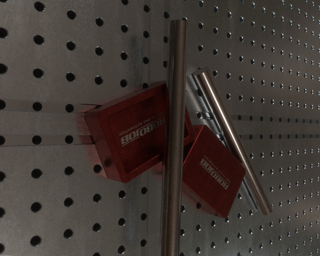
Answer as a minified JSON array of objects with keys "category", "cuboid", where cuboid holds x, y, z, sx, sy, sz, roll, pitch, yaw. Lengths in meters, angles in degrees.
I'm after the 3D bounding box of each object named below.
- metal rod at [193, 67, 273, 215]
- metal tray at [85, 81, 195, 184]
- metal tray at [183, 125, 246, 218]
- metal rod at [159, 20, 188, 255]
[{"category":"metal rod","cuboid":[0.129,0.034,0.520,0.025,0.025,0.299,-45,117,-31]},{"category":"metal tray","cuboid":[-0.018,0.000,0.392,0.131,0.030,0.089,-29,108,-36]},{"category":"metal tray","cuboid":[0.073,0.067,0.470,0.130,0.030,0.090,45,63,-31]},{"category":"metal rod","cuboid":[0.017,0.017,0.385,0.025,0.025,0.298,4,88,-40]}]
